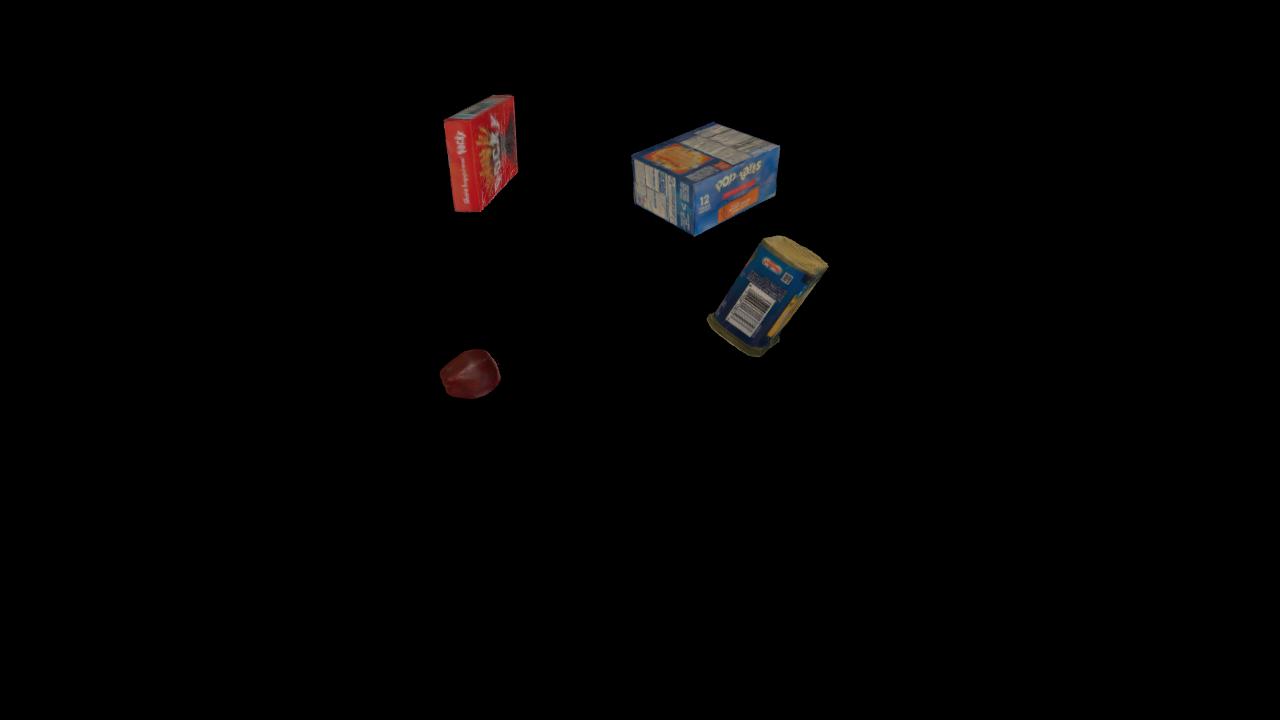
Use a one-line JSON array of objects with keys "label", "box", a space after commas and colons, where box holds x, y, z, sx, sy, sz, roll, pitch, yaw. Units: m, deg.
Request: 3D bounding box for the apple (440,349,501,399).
[{"label": "apple", "box": [-0.267, 0.024, 0.979, 0.093, 0.079, 0.079, -24, 9, -21]}]

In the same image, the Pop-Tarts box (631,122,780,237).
[{"label": "Pop-Tarts box", "box": [0.095, -0.271, 0.906, 0.167, 0.083, 0.141, -31, 47, -25]}]

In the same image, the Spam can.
[{"label": "Spam can", "box": [0.114, -0.059, 0.537, 0.058, 0.085, 0.101, 38, 26, 12]}]

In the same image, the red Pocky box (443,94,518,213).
[{"label": "red Pocky box", "box": [-0.151, -0.207, 0.606, 0.028, 0.083, 0.155, 4, 31, 2]}]
